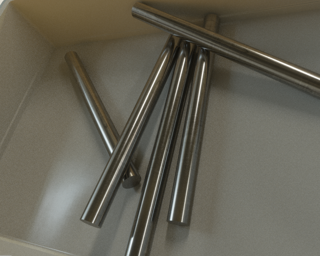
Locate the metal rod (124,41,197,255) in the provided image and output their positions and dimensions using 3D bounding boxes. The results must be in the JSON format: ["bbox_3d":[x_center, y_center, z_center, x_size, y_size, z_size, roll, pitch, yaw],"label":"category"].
[{"bbox_3d":[0.008,0.012,0.393,0.025,0.025,0.300,1,62,28],"label":"metal rod"}]

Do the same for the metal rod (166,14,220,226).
[{"bbox_3d":[0.048,-0.029,0.397,0.025,0.025,0.300,-2,61,27],"label":"metal rod"}]

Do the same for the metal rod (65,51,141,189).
[{"bbox_3d":[-0.098,-0.032,0.474,0.025,0.025,0.300,-36,51,4],"label":"metal rod"}]

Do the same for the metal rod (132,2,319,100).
[{"bbox_3d":[0.076,-0.109,0.403,0.300,0.025,0.025,33,80,29],"label":"metal rod"}]

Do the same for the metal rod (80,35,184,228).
[{"bbox_3d":[-0.024,-0.018,0.406,0.025,0.025,0.300,5,57,30],"label":"metal rod"}]
